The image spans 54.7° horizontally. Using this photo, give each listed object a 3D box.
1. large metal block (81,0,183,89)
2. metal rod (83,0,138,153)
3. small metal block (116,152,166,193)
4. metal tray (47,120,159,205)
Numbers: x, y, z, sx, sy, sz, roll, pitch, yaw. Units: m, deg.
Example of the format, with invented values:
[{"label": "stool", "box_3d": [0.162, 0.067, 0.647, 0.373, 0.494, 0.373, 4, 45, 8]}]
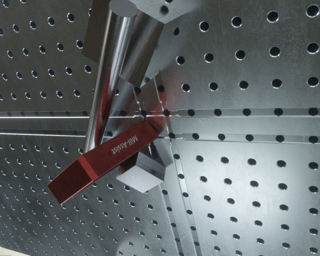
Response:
[{"label": "large metal block", "box_3d": [-0.033, -0.105, 0.347, 0.080, 0.050, 0.079, 32, 129, 7]}, {"label": "metal rod", "box_3d": [-0.074, -0.025, 0.387, 0.025, 0.025, 0.298, 35, 144, 5]}, {"label": "small metal block", "box_3d": [-0.028, 0.066, 0.456, 0.050, 0.025, 0.050, 34, 132, -23]}, {"label": "metal tray", "box_3d": [-0.070, 0.041, 0.403, 0.090, 0.131, 0.030, -37, 87, 39]}]
